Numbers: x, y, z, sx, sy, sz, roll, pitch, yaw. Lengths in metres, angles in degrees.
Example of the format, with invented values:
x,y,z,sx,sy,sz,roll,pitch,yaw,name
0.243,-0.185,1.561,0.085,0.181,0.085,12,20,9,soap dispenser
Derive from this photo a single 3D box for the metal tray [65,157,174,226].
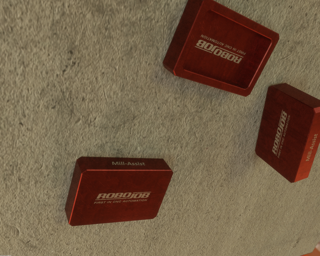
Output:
x,y,z,sx,sy,sz,roll,pitch,yaw,name
-0.055,0.086,0.427,0.131,0.030,0.089,5,116,-31,metal tray

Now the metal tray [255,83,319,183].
x,y,z,sx,sy,sz,roll,pitch,yaw,name
0.197,0.007,0.476,0.030,0.090,0.129,-13,124,-21,metal tray

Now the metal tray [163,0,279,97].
x,y,z,sx,sy,sz,roll,pitch,yaw,name
0.078,-0.097,0.386,0.131,0.030,0.089,10,113,-33,metal tray
